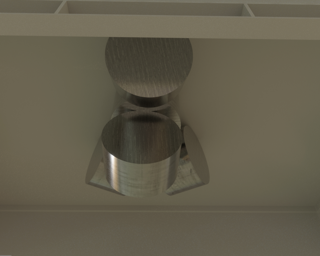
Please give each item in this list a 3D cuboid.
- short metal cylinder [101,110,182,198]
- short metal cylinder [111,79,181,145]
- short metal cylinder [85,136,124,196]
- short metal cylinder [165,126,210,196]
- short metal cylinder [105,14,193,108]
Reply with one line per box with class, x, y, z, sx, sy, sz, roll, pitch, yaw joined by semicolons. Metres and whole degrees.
short metal cylinder;-0.019;0.025;0.326;0.081;0.080;0.050;2;130;-2
short metal cylinder;-0.016;-0.018;0.373;0.081;0.050;0.079;0;130;0
short metal cylinder;-0.058;0.043;0.406;0.050;0.080;0.080;23;126;-18
short metal cylinder;0.026;0.043;0.408;0.050;0.080;0.080;-22;127;18
short metal cylinder;-0.011;-0.064;0.308;0.081;0.080;0.050;3;173;-3
